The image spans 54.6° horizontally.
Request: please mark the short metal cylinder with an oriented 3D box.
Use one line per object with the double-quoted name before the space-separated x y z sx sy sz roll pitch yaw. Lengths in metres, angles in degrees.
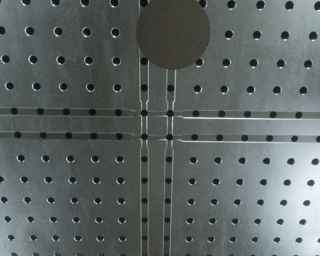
"short metal cylinder" 0.014 -0.112 0.359 0.080 0.050 0.079 0 110 0
